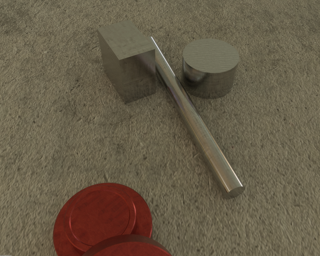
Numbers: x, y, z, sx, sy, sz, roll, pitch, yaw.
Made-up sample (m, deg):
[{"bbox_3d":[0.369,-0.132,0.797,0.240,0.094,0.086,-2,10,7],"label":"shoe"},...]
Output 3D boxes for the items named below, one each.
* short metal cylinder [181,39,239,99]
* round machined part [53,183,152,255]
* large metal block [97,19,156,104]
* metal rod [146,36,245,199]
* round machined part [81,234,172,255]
[{"bbox_3d":[0.073,-0.089,0.462,0.081,0.050,0.080,0,50,0],"label":"short metal cylinder"},{"bbox_3d":[-0.057,0.097,0.310,0.099,0.042,0.098,0,50,0],"label":"round machined part"},{"bbox_3d":[-0.047,-0.095,0.447,0.050,0.080,0.080,-22,54,-17],"label":"large metal block"},{"bbox_3d":[0.031,-0.036,0.433,0.025,0.025,0.300,-16,52,-13],"label":"metal rod"},{"bbox_3d":[-0.029,0.137,0.256,0.099,0.042,0.097,1,88,-15],"label":"round machined part"}]
